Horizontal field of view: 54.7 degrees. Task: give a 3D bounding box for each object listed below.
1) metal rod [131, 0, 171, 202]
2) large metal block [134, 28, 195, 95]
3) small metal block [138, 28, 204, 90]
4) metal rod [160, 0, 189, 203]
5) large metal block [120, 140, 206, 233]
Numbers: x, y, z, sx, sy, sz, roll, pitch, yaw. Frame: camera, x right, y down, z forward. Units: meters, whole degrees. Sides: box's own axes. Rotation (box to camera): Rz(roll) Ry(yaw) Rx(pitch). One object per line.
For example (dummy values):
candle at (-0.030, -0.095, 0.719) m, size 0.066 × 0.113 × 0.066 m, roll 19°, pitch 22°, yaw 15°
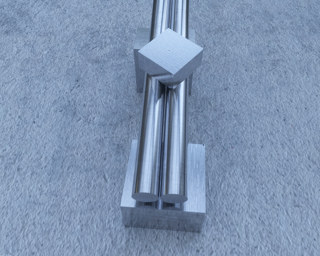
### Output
metal rod at (-0.005, -0.062, 0.362) m, size 0.025 × 0.025 × 0.300 m, roll 3°, pitch 57°, yaw 2°
large metal block at (0.007, -0.095, 0.449) m, size 0.080 × 0.080 × 0.050 m, roll 3°, pitch 50°, yaw 2°
small metal block at (0.012, -0.077, 0.343) m, size 0.050 × 0.025 × 0.050 m, roll 37°, pitch 64°, yaw 20°
metal rod at (0.021, -0.061, 0.362) m, size 0.025 × 0.025 × 0.300 m, roll 3°, pitch 57°, yaw 2°
large metal block at (0.006, 0.062, 0.336) m, size 0.080 × 0.050 × 0.080 m, roll 4°, pitch 50°, yaw 3°
